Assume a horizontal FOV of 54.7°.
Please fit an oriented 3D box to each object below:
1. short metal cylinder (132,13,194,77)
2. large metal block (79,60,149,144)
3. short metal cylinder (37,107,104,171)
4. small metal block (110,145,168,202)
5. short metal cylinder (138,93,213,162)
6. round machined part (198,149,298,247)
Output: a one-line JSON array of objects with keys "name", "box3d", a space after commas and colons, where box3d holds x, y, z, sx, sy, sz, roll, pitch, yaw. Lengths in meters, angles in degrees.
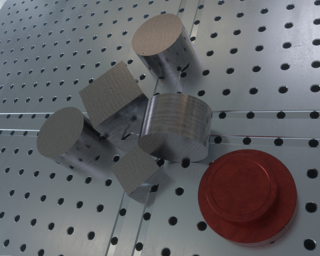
[{"name": "short metal cylinder", "box3d": [0.005, -0.124, 0.466, 0.080, 0.050, 0.080, -13, 56, 21]}, {"name": "large metal block", "box3d": [-0.060, -0.038, 0.447, 0.080, 0.050, 0.080, -35, 51, 5]}, {"name": "short metal cylinder", "box3d": [-0.129, 0.016, 0.450, 0.080, 0.050, 0.080, -13, 56, 21]}, {"name": "small metal block", "box3d": [-0.027, 0.055, 0.389, 0.050, 0.025, 0.050, -41, 51, 0]}, {"name": "short metal cylinder", "box3d": [0.019, 0.002, 0.362, 0.080, 0.080, 0.050, -3, 61, 27]}, {"name": "round machined part", "box3d": [0.085, 0.065, 0.313, 0.098, 0.042, 0.098, -13, 56, 21]}]
